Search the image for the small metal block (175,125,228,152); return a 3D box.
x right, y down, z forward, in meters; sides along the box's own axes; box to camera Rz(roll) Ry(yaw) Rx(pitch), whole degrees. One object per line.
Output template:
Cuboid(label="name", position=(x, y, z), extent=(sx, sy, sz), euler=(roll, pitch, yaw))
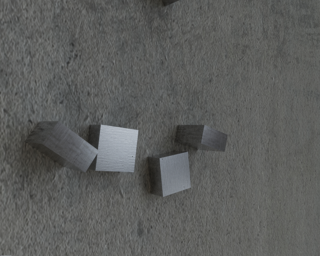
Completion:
Cuboid(label="small metal block", position=(0.058, 0.014, 0.437), extent=(0.050, 0.050, 0.025), euler=(20, 77, -38))

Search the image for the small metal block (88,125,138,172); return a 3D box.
Cuboid(label="small metal block", position=(-0.055, 0.024, 0.358), extent=(0.050, 0.025, 0.050), euler=(10, 84, -40))

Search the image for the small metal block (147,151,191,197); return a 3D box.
Cuboid(label="small metal block", position=(0.013, 0.060, 0.415), extent=(0.050, 0.025, 0.050), euler=(-9, 96, -40))

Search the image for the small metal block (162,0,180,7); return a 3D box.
Cuboid(label="small metal block", position=(0.018, -0.194, 0.403), extent=(0.025, 0.050, 0.050), euler=(-48, 119, -29))

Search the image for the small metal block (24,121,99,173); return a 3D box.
Cuboid(label="small metal block", position=(-0.097, 0.018, 0.306), extent=(0.050, 0.050, 0.025), euler=(43, 64, -32))
